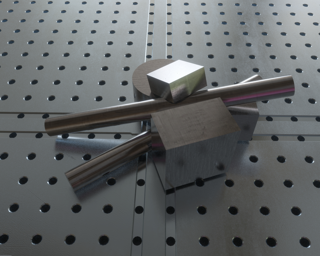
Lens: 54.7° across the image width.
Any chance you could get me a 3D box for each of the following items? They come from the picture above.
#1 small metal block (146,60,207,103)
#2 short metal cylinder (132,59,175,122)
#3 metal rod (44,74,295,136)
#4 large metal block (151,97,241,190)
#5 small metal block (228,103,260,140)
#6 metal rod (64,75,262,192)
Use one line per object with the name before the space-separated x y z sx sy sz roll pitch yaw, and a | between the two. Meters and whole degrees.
small metal block | 0.020 -0.058 0.376 0.050 0.025 0.050 -29 33 -22
short metal cylinder | 0.003 -0.051 0.430 0.081 0.050 0.080 0 49 0
metal rod | 0.004 -0.025 0.378 0.301 0.025 0.025 -9 50 9
large metal block | 0.036 0.019 0.350 0.081 0.080 0.050 -14 52 -12
small metal block | 0.094 -0.009 0.395 0.050 0.050 0.025 -1 50 1
metal rod | 0.022 -0.003 0.407 0.302 0.025 0.025 -28 55 -22
